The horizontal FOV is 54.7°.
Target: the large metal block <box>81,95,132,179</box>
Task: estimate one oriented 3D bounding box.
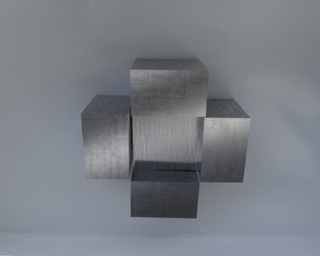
[{"bbox_3d":[-0.060,0.008,0.383,0.050,0.080,0.079,1,110,0],"label":"large metal block"}]

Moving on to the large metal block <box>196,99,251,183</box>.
[{"bbox_3d":[0.073,0.013,0.386,0.050,0.080,0.079,1,110,0],"label":"large metal block"}]

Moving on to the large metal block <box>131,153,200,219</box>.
[{"bbox_3d":[0.005,0.072,0.407,0.081,0.080,0.050,2,110,-1],"label":"large metal block"}]

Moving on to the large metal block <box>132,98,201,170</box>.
[{"bbox_3d":[0.008,0.006,0.398,0.081,0.050,0.079,1,110,-1],"label":"large metal block"}]

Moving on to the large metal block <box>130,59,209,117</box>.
[{"bbox_3d":[0.009,-0.050,0.362,0.081,0.080,0.050,1,110,-1],"label":"large metal block"}]
